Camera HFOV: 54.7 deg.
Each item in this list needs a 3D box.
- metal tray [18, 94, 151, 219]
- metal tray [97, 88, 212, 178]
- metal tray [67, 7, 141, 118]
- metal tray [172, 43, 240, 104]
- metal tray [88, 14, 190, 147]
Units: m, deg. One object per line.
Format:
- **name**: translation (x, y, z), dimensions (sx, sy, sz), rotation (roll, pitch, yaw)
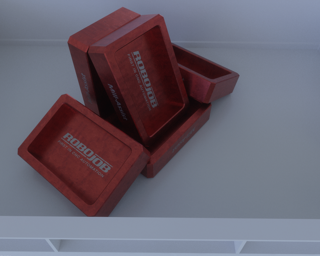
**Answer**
- **metal tray**: translation (-0.088, 0.029, 0.352), dimensions (0.130, 0.030, 0.090), rotation (33, 81, 24)
- **metal tray**: translation (-0.005, -0.007, 0.405), dimensions (0.090, 0.030, 0.131), rotation (32, 57, 23)
- **metal tray**: translation (-0.059, -0.073, 0.394), dimensions (0.030, 0.129, 0.090), rotation (32, 57, 25)
- **metal tray**: translation (0.038, -0.085, 0.449), dimensions (0.130, 0.030, 0.091), rotation (32, 31, 23)
- **metal tray**: translation (-0.017, -0.054, 0.364), dimensions (0.030, 0.129, 0.090), rotation (15, 47, 43)
